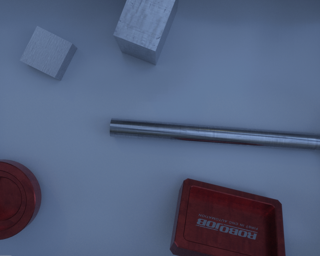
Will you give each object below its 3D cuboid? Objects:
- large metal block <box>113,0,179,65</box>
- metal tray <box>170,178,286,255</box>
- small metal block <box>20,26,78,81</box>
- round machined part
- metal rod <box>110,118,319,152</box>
[{"bbox_3d":[-0.014,-0.131,0.384,0.050,0.080,0.080,21,90,-1],"label":"large metal block"},{"bbox_3d":[0.085,0.122,0.385,0.131,0.030,0.090,14,51,-1],"label":"metal tray"},{"bbox_3d":[-0.146,-0.098,0.409,0.050,0.025,0.050,27,90,-1],"label":"small metal block"},{"bbox_3d":[-0.202,0.089,0.400,0.099,0.042,0.097,0,90,-1],"label":"round machined part"},{"bbox_3d":[0.086,0.010,0.412,0.302,0.025,0.025,4,90,-1],"label":"metal rod"}]
